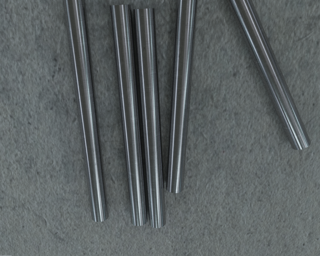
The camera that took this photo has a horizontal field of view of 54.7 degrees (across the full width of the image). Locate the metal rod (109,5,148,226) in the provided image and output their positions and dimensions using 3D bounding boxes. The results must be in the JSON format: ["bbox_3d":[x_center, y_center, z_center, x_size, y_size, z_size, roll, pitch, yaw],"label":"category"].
[{"bbox_3d":[-0.038,-0.002,0.408,0.025,0.025,0.298,-3,110,0],"label":"metal rod"}]

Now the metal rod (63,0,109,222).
[{"bbox_3d":[-0.093,-0.009,0.405,0.025,0.025,0.298,-2,110,0],"label":"metal rod"}]

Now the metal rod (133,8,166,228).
[{"bbox_3d":[-0.011,0.002,0.410,0.025,0.025,0.298,-3,110,0],"label":"metal rod"}]

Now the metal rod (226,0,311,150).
[{"bbox_3d":[0.119,-0.100,0.374,0.025,0.025,0.299,-28,108,9],"label":"metal rod"}]

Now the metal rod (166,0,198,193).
[{"bbox_3d":[0.027,-0.053,0.390,0.025,0.025,0.298,2,110,-1],"label":"metal rod"}]
